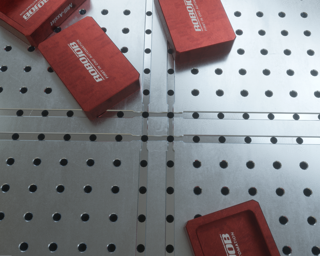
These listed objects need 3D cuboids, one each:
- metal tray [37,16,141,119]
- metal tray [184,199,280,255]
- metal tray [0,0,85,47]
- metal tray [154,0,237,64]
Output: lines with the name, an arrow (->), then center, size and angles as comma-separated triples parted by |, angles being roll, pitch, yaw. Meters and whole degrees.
metal tray -> -0.099, -0.088, 0.441 | 0.090, 0.030, 0.130 | -35, 74, -12
metal tray -> 0.090, 0.158, 0.351 | 0.090, 0.030, 0.130 | -16, 71, -6
metal tray -> -0.186, -0.198, 0.480 | 0.090, 0.030, 0.130 | 35, 73, 12
metal tray -> 0.050, -0.168, 0.471 | 0.090, 0.030, 0.130 | -15, 71, -6
